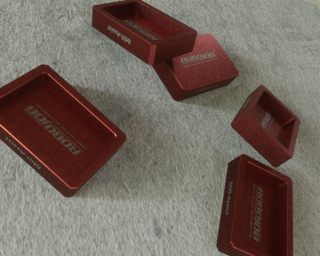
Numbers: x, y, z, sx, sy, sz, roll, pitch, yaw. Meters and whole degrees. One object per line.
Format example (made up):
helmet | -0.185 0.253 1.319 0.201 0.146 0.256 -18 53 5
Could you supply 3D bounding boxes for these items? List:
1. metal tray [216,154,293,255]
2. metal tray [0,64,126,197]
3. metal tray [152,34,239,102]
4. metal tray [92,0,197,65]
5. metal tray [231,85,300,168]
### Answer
metal tray | 0.128 0.109 0.405 0.090 0.030 0.130 27 52 -12
metal tray | -0.114 0.000 0.339 0.130 0.030 0.090 42 51 0
metal tray | 0.055 -0.100 0.494 0.131 0.030 0.090 -21 73 -36
metal tray | -0.024 -0.143 0.446 0.130 0.030 0.091 39 47 27
metal tray | 0.168 -0.008 0.479 0.090 0.030 0.131 44 37 2
